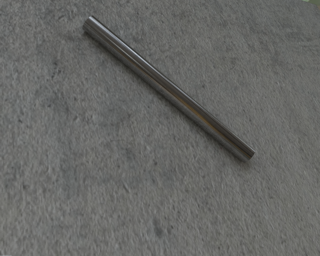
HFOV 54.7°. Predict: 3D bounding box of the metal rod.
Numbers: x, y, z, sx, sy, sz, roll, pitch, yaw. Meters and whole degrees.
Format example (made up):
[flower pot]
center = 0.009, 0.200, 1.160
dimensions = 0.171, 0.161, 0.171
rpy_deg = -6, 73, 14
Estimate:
[metal rod]
center = 0.014, -0.054, 0.445
dimensions = 0.300, 0.025, 0.025
rpy_deg = 40, 51, -2
